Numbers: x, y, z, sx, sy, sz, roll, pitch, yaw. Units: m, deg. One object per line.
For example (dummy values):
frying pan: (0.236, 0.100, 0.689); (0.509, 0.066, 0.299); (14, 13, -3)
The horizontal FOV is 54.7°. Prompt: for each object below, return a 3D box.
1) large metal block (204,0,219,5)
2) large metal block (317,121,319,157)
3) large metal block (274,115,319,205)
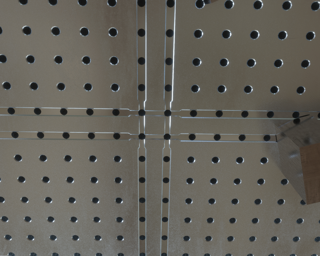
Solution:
large metal block: (0.075, -0.189, 0.332); (0.080, 0.050, 0.080); (-22, 109, 7)
large metal block: (0.251, 0.035, 0.401); (0.050, 0.080, 0.080); (-13, 110, 4)
large metal block: (0.193, 0.038, 0.401); (0.050, 0.080, 0.080); (-15, 110, 5)
